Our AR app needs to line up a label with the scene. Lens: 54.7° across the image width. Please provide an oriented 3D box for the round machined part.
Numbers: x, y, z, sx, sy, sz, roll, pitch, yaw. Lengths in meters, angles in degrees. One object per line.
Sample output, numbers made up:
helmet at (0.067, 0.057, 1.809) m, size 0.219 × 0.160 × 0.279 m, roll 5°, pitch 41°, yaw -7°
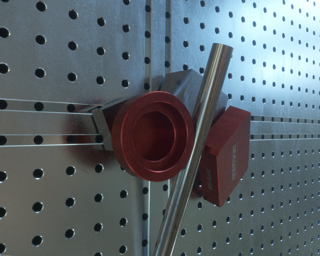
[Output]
round machined part at (-0.011, 0.009, 0.349) m, size 0.099 × 0.042 × 0.097 m, roll -1°, pitch 91°, yaw -37°

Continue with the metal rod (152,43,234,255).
metal rod at (0.035, 0.047, 0.383) m, size 0.025 × 0.025 × 0.298 m, roll 8°, pitch 101°, yaw -40°

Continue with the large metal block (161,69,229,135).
large metal block at (0.041, -0.023, 0.424) m, size 0.080 × 0.050 × 0.080 m, roll 29°, pitch 72°, yaw -37°

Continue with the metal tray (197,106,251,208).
metal tray at (0.095, 0.044, 0.449) m, size 0.090 × 0.030 × 0.129 m, roll -46°, pitch 142°, yaw -30°

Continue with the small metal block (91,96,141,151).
small metal block at (-0.046, -0.006, 0.367) m, size 0.050 × 0.025 × 0.050 m, roll -28°, pitch 108°, yaw -37°
